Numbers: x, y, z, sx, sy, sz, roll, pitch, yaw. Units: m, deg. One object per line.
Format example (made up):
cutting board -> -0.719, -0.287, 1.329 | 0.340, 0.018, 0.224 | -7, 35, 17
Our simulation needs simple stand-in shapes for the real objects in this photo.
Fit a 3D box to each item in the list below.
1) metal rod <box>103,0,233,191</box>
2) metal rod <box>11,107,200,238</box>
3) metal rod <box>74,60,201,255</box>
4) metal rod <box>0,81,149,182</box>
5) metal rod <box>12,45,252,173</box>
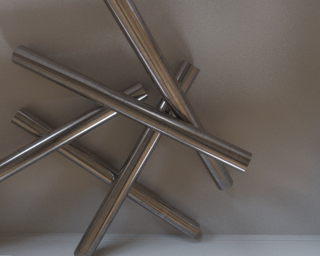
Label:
metal rod -> 0.022, -0.029, 0.367 | 0.025, 0.025, 0.299 | -28, 121, 10
metal rod -> -0.067, 0.069, 0.435 | 0.301, 0.025, 0.025 | 36, 106, -13
metal rod -> -0.034, 0.050, 0.407 | 0.025, 0.025, 0.299 | 28, 99, -10
metal rod -> -0.151, 0.026, 0.389 | 0.301, 0.025, 0.025 | -30, 108, -2
metal rod -> -0.037, -0.025, 0.365 | 0.301, 0.025, 0.025 | 26, 109, 5
